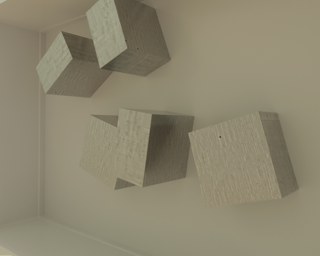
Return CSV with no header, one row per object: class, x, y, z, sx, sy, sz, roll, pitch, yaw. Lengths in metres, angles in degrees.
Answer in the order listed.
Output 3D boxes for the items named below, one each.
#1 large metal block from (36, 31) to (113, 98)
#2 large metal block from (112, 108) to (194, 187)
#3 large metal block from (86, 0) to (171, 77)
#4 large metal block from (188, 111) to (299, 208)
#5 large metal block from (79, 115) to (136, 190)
large metal block,-0.127,-0.092,0.473,0.080,0.081,0.050,-40,66,32
large metal block,-0.007,0.020,0.375,0.050,0.081,0.079,13,98,39
large metal block,-0.040,-0.118,0.402,0.050,0.081,0.080,-26,74,37
large metal block,0.084,0.033,0.320,0.080,0.050,0.080,-19,78,38
large metal block,-0.063,0.031,0.441,0.080,0.050,0.079,23,104,37
